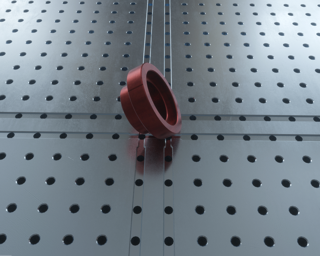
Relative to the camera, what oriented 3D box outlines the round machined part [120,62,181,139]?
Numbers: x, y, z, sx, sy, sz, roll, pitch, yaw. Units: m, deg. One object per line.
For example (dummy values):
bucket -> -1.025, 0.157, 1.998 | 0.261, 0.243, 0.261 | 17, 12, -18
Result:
round machined part -> -0.014, -0.031, 0.397 | 0.042, 0.098, 0.098 | -23, 46, 22
